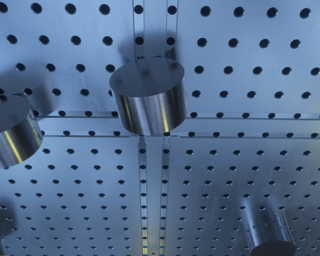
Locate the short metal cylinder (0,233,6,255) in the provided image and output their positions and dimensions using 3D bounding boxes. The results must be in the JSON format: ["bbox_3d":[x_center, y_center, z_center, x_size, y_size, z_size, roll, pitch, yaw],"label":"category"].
[{"bbox_3d":[-0.328,0.223,0.561,0.081,0.080,0.050,6,130,-5],"label":"short metal cylinder"}]

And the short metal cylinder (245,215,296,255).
[{"bbox_3d":[0.203,0.207,0.575,0.081,0.050,0.079,-1,130,0],"label":"short metal cylinder"}]

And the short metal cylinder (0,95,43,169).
[{"bbox_3d":[-0.191,0.003,0.375,0.081,0.080,0.050,-2,130,1],"label":"short metal cylinder"}]

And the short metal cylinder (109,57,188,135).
[{"bbox_3d":[-0.011,-0.037,0.344,0.080,0.080,0.050,-6,130,5],"label":"short metal cylinder"}]
